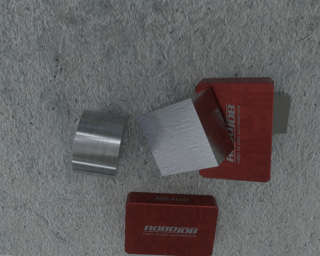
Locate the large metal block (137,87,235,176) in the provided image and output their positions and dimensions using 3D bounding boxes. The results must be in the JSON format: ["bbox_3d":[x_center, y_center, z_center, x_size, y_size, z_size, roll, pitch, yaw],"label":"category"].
[{"bbox_3d":[0.031,0.006,0.373,0.080,0.050,0.080,-17,100,38],"label":"large metal block"}]

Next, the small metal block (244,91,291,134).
[{"bbox_3d":[0.138,-0.020,0.404,0.050,0.025,0.050,-1,110,0],"label":"small metal block"}]

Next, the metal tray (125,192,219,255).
[{"bbox_3d":[0.015,0.144,0.460,0.131,0.030,0.089,3,110,-2],"label":"metal tray"}]

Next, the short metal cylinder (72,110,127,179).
[{"bbox_3d":[-0.074,0.020,0.387,0.050,0.080,0.079,10,110,-4],"label":"short metal cylinder"}]

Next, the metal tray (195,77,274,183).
[{"bbox_3d":[0.095,0.003,0.395,0.090,0.030,0.129,2,111,18],"label":"metal tray"}]
